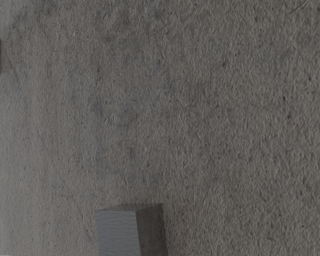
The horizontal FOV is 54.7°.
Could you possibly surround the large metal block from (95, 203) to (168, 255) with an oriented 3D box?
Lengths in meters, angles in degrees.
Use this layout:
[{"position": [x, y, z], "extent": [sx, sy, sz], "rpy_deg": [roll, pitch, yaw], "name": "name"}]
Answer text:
[{"position": [-0.039, 0.148, 0.421], "extent": [0.080, 0.050, 0.080], "rpy_deg": [-12, 82, 39], "name": "large metal block"}]
